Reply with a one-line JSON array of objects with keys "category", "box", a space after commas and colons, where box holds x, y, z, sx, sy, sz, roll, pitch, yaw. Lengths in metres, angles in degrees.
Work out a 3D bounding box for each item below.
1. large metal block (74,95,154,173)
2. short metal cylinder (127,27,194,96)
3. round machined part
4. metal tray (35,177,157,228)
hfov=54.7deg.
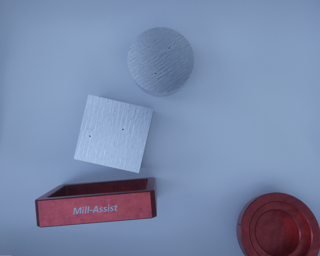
[{"category": "large metal block", "box": [-0.056, 0.007, 0.398, 0.080, 0.050, 0.080, 13, 90, -1]}, {"category": "short metal cylinder", "box": [0.001, -0.082, 0.399, 0.081, 0.050, 0.079, 0, 90, -1]}, {"category": "round machined part", "box": [0.147, 0.134, 0.397, 0.099, 0.042, 0.098, 0, 74, -1]}, {"category": "metal tray", "box": [-0.070, 0.087, 0.378, 0.131, 0.090, 0.030, -5, 90, -1]}]
